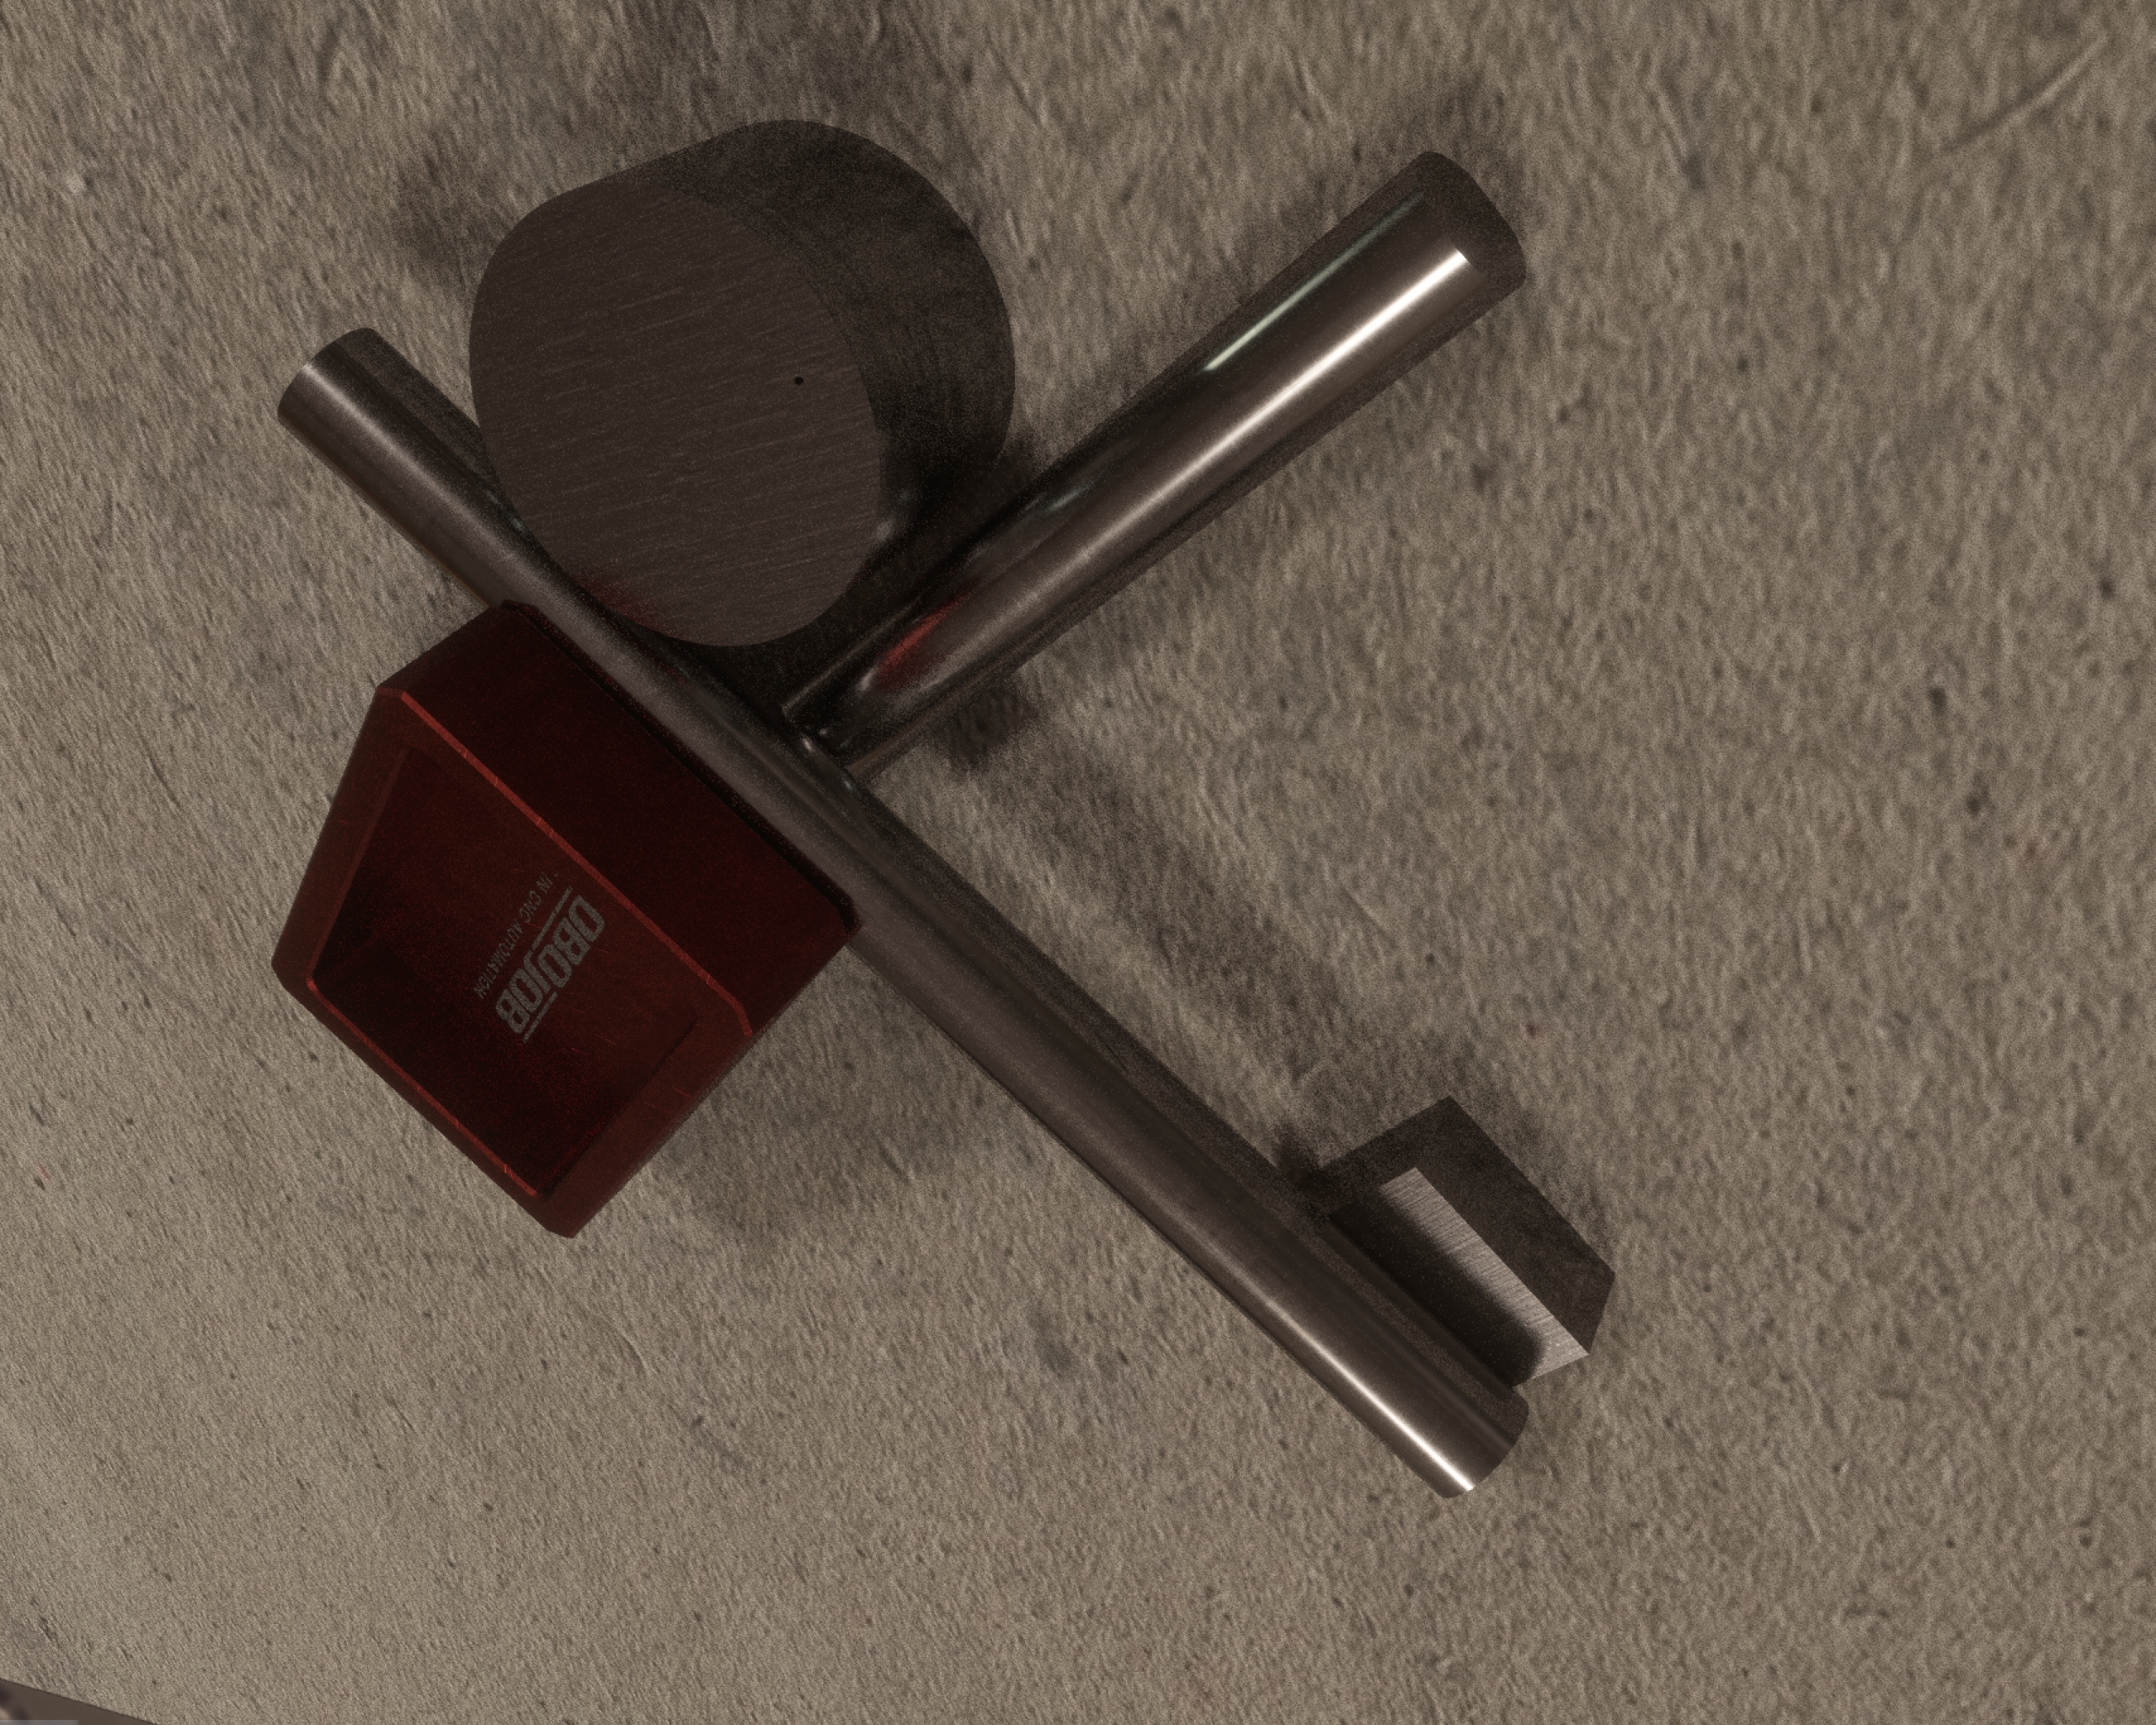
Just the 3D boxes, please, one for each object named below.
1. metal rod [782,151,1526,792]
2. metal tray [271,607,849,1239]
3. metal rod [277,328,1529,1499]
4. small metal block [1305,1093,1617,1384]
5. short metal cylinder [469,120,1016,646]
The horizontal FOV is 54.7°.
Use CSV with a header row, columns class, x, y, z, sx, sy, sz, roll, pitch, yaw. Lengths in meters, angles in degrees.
class,x,y,z,sx,sy,sz,roll,pitch,yaw
metal rod,-0.039,-0.033,0.407,0.299,0.025,0.025,-33,100,38
metal tray,-0.110,0.018,0.422,0.090,0.030,0.129,43,141,-2
metal rod,-0.031,0.011,0.398,0.300,0.025,0.025,43,129,-2
small metal block,0.070,0.082,0.420,0.050,0.025,0.050,47,129,-6
short metal cylinder,-0.058,-0.085,0.368,0.080,0.050,0.079,13,124,20
